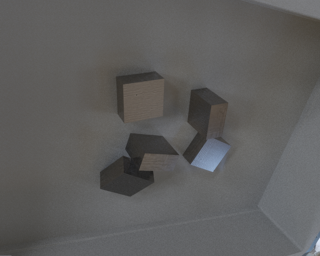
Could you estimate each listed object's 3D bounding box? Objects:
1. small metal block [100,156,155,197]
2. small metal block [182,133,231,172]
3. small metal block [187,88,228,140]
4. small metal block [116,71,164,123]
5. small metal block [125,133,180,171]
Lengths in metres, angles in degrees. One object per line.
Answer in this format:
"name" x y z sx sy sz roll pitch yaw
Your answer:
"small metal block" -0.044 0.065 0.412 0.050 0.025 0.050 25 132 -37
"small metal block" 0.071 0.034 0.468 0.050 0.025 0.050 22 106 -36
"small metal block" 0.062 -0.020 0.414 0.025 0.050 0.050 -10 123 -23
"small metal block" -0.024 -0.037 0.372 0.050 0.025 0.050 -12 124 -22
"small metal block" -0.011 0.032 0.406 0.050 0.050 0.025 6 115 -31
